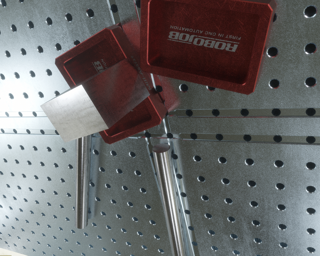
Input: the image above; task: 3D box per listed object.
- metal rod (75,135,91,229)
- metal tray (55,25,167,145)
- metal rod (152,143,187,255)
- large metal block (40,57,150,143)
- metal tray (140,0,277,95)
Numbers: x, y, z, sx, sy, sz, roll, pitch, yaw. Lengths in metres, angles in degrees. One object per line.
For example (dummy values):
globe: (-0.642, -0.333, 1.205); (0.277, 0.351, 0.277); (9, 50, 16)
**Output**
metal rod: (-0.130, 0.067, 0.518); (0.025, 0.025, 0.298); (22, 127, 14)
metal tray: (-0.061, -0.051, 0.396); (0.090, 0.030, 0.130); (-22, 107, 24)
metal rod: (0.024, 0.158, 0.494); (0.025, 0.025, 0.298); (5, 121, 25)
large metal block: (-0.073, -0.032, 0.355); (0.080, 0.080, 0.050); (-16, 110, 40)
metal tray: (0.044, -0.094, 0.325); (0.130, 0.030, 0.089); (16, 125, 18)
